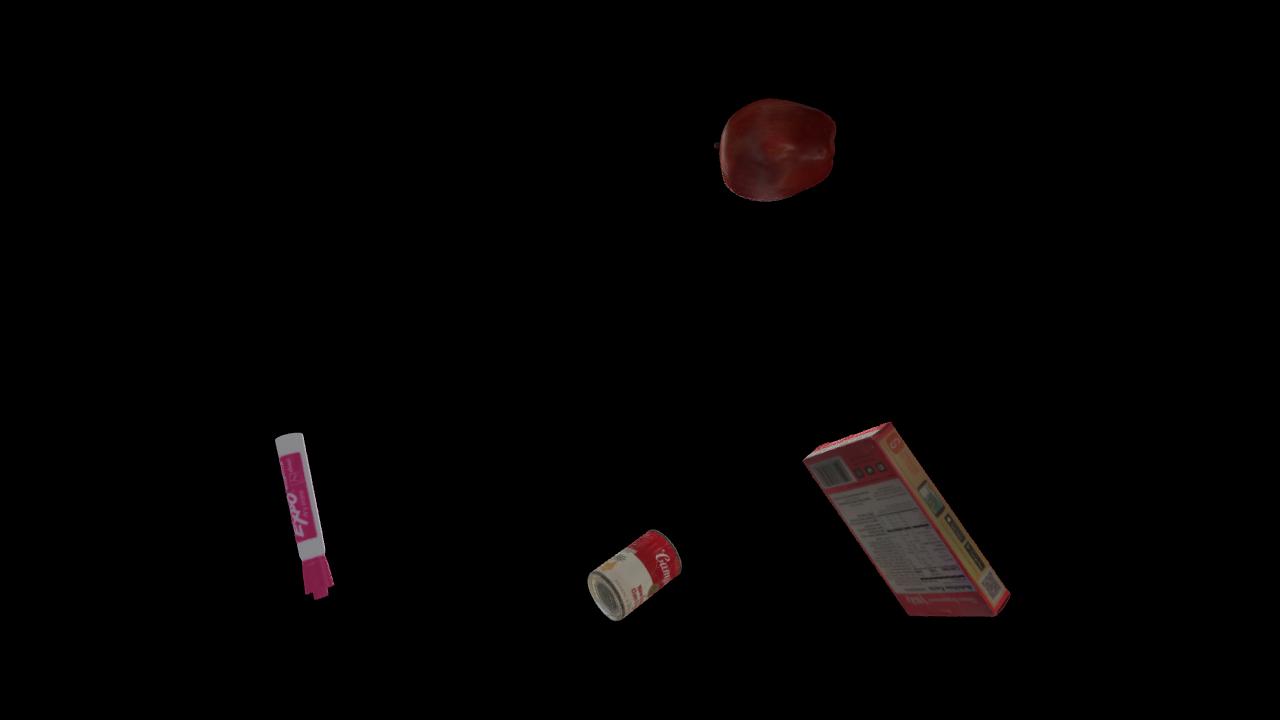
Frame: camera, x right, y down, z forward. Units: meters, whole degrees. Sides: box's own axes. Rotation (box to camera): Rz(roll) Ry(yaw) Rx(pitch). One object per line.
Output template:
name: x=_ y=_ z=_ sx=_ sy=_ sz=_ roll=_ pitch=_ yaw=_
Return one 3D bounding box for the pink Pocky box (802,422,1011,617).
pink Pocky box: x=0.203 y=0.128 z=0.482 sx=0.029 sy=0.155 sz=0.084 roll=-31 pitch=-5 yaw=-31

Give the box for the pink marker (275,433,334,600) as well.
pink marker: x=-0.245 y=0.113 z=0.450 sx=0.020 sy=0.121 sz=0.020 roll=-18 pitch=-12 yaw=-4

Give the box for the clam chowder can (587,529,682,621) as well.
clam chowder can: x=-0.007 y=0.267 z=0.767 sx=0.102 sy=0.068 sz=0.068 roll=-25 pitch=15 yaw=-36

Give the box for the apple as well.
apple: x=0.105 y=-0.165 z=0.485 sx=0.093 sy=0.079 sz=0.079 roll=4 pitch=1 yaw=11
